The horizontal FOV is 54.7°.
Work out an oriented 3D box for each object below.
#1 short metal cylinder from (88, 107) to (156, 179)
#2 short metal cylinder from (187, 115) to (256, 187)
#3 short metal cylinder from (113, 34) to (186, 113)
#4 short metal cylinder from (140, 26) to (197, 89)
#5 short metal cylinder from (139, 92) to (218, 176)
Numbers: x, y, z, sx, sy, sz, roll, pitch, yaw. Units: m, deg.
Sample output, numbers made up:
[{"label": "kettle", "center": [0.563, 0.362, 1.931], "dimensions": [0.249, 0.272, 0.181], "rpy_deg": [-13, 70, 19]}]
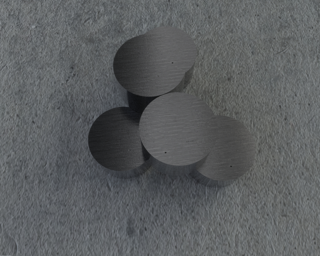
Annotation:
[{"label": "short metal cylinder", "center": [-0.044, 0.020, 0.388], "dimensions": [0.081, 0.050, 0.080], "rpy_deg": [0, 70, 0]}, {"label": "short metal cylinder", "center": [0.071, 0.030, 0.385], "dimensions": [0.081, 0.050, 0.080], "rpy_deg": [0, 70, 0]}, {"label": "short metal cylinder", "center": [-0.011, -0.062, 0.365], "dimensions": [0.080, 0.050, 0.080], "rpy_deg": [0, 70, 0]}, {"label": "short metal cylinder", "center": [0.008, -0.092, 0.430], "dimensions": [0.081, 0.050, 0.080], "rpy_deg": [0, 70, 0]}, {"label": "short metal cylinder", "center": [0.019, 0.008, 0.339], "dimensions": [0.081, 0.050, 0.080], "rpy_deg": [0, 70, -1]}]
